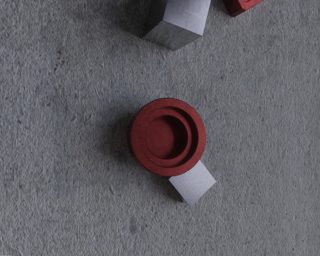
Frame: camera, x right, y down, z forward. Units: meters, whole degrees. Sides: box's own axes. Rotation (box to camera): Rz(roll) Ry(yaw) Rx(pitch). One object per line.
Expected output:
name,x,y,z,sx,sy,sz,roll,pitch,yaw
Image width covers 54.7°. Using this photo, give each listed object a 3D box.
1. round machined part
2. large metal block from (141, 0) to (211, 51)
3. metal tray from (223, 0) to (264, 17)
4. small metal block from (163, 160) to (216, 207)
round machined part,0.006,0.012,0.400,0.099,0.042,0.097,1,85,-18
large metal block,0.022,-0.151,0.389,0.050,0.080,0.080,16,85,-20
metal tray,0.115,-0.241,0.449,0.090,0.030,0.130,-34,102,-17
small metal block,0.040,0.070,0.425,0.050,0.025,0.050,-41,103,-16
